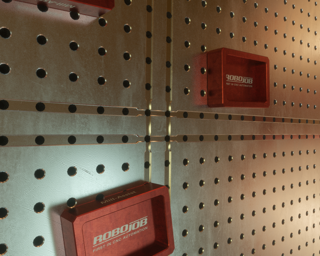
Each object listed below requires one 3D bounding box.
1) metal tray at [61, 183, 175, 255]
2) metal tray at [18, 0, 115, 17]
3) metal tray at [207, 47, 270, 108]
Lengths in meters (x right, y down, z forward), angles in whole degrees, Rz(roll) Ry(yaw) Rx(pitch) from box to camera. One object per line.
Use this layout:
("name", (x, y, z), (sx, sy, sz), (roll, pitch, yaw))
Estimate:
("metal tray", (-0.044, 0.126, 0.368), (0.131, 0.030, 0.090), (-10, 97, -39))
("metal tray", (-0.110, -0.172, 0.311), (0.131, 0.030, 0.090), (-3, 92, -40))
("metal tray", (0.134, -0.078, 0.516), (0.131, 0.030, 0.090), (-2, 91, -40))
